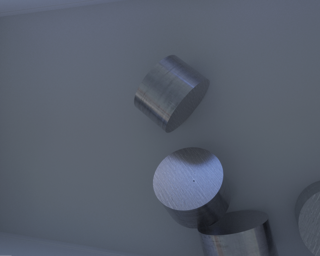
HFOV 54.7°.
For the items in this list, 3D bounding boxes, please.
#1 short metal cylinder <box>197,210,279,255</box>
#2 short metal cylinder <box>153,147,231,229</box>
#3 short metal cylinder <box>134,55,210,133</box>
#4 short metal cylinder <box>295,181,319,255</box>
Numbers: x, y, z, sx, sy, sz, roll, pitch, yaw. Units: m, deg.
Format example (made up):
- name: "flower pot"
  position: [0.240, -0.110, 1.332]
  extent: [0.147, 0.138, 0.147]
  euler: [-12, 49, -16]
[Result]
- name: "short metal cylinder"
  position: [0.088, 0.130, 0.349]
  extent: [0.080, 0.080, 0.050]
  euler: [-14, 87, 19]
- name: "short metal cylinder"
  position: [0.038, 0.069, 0.363]
  extent: [0.080, 0.050, 0.080]
  euler: [-12, 48, 14]
- name: "short metal cylinder"
  position: [0.015, -0.041, 0.375]
  extent: [0.050, 0.080, 0.080]
  euler: [40, 103, 15]
- name: "short metal cylinder"
  position: [0.190, 0.098, 0.331]
  extent: [0.080, 0.050, 0.079]
  euler: [0, 90, 19]
